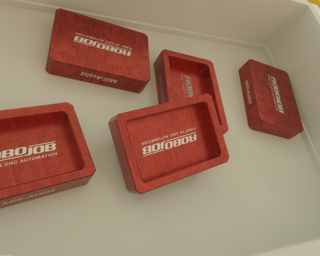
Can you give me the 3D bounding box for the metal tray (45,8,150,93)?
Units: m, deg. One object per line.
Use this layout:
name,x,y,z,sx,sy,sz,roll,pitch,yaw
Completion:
metal tray,-0.081,-0.104,0.422,0.131,0.030,0.090,10,57,-23

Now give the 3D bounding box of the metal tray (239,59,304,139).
metal tray,0.190,-0.051,0.535,0.091,0.030,0.130,13,56,-21

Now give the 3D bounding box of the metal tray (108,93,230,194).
metal tray,0.014,0.015,0.372,0.131,0.030,0.090,-15,89,-27

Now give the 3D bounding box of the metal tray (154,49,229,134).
metal tray,0.044,-0.049,0.455,0.091,0.030,0.130,8,58,-24

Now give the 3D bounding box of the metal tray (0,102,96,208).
metal tray,-0.142,0.027,0.309,0.131,0.030,0.090,-11,68,-33
